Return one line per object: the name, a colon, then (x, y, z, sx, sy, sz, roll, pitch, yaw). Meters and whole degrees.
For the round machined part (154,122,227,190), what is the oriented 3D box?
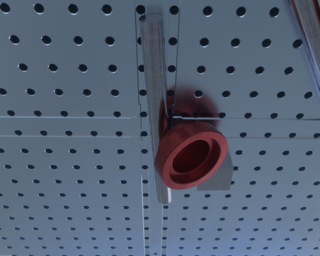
round machined part: (0.037, 0.032, 0.411, 0.099, 0.042, 0.097, -18, 132, -20)

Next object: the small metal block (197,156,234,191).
small metal block: (0.082, 0.069, 0.471, 0.050, 0.025, 0.050, -2, 130, 1)

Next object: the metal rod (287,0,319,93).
metal rod: (0.159, -0.103, 0.324, 0.025, 0.025, 0.300, -26, 126, 20)

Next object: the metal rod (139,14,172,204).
metal rod: (-0.001, 0.001, 0.412, 0.025, 0.025, 0.298, -3, 130, 2)
